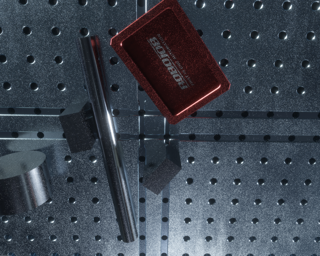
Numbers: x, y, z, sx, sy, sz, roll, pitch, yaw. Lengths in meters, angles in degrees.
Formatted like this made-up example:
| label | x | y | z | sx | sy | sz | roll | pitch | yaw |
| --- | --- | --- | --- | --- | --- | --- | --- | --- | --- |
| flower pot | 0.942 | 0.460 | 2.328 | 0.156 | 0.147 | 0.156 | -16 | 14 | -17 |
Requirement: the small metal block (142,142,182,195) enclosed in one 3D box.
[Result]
| label | x | y | z | sx | sy | sz | roll | pitch | yaw |
| --- | --- | --- | --- | --- | --- | --- | --- | --- | --- |
| small metal block | 0.002 | 0.054 | 0.420 | 0.025 | 0.050 | 0.050 | 37 | 106 | -13 |

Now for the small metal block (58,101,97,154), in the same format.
| label | x | y | z | sx | sy | sz | roll | pitch | yaw |
| --- | --- | --- | --- | --- | --- | --- | --- | --- | --- |
| small metal block | -0.103 | -0.002 | 0.398 | 0.025 | 0.050 | 0.050 | -12 | 110 | 4 |

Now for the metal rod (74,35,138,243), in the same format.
| label | x | y | z | sx | sy | sz | roll | pitch | yaw |
| --- | --- | --- | --- | --- | --- | --- | --- | --- | --- |
| metal rod | -0.068 | 0.029 | 0.423 | 0.025 | 0.025 | 0.298 | -8 | 110 | 2 |

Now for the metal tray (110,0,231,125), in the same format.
| label | x | y | z | sx | sy | sz | roll | pitch | yaw |
| --- | --- | --- | --- | --- | --- | --- | --- | --- | --- |
| metal tray | 0.014 | -0.080 | 0.381 | 0.090 | 0.030 | 0.130 | -34 | 107 | 11 |

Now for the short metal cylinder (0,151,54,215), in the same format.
| label | x | y | z | sx | sy | sz | roll | pitch | yaw |
| --- | --- | --- | --- | --- | --- | --- | --- | --- | --- |
| short metal cylinder | -0.186 | 0.069 | 0.407 | 0.080 | 0.080 | 0.050 | -6 | 110 | 1 |
